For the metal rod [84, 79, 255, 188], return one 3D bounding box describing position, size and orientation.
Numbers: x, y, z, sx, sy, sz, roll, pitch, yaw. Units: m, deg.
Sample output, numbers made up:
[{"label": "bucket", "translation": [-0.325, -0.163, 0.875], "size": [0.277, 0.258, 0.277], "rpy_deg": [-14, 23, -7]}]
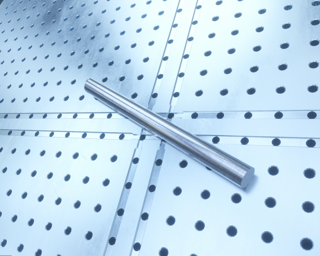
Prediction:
[{"label": "metal rod", "translation": [-0.010, -0.008, 0.417], "size": [0.300, 0.025, 0.025], "rpy_deg": [31, 79, 37]}]
